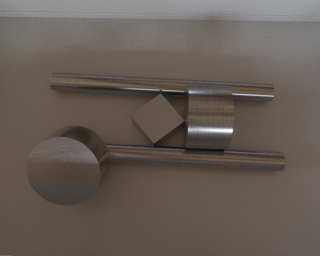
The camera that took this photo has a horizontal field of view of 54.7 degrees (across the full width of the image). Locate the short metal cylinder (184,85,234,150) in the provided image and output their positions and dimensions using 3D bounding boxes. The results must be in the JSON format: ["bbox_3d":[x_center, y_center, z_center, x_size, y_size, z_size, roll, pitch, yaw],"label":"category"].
[{"bbox_3d":[0.057,-0.014,0.385,0.050,0.080,0.080,2,70,0],"label":"short metal cylinder"}]

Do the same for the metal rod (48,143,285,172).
[{"bbox_3d":[0.004,0.035,0.395,0.302,0.025,0.025,3,70,0],"label":"metal rod"}]

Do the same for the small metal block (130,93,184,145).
[{"bbox_3d":[-0.003,-0.009,0.411,0.050,0.025,0.050,-36,74,-13],"label":"small metal block"}]

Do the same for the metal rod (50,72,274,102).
[{"bbox_3d":[0.003,-0.056,0.428,0.302,0.025,0.025,3,70,0],"label":"metal rod"}]

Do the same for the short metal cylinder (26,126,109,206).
[{"bbox_3d":[-0.104,0.042,0.360,0.081,0.050,0.079,0,104,1],"label":"short metal cylinder"}]
